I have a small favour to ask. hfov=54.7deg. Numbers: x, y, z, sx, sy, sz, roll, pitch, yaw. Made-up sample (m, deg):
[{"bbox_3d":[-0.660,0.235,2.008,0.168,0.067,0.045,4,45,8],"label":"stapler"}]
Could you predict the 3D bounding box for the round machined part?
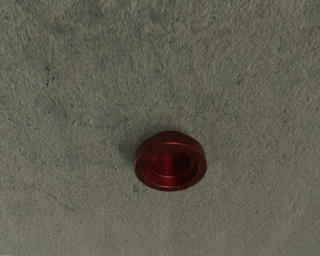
[{"bbox_3d":[0.014,0.042,0.434,0.099,0.042,0.097,-1,130,0],"label":"round machined part"}]
